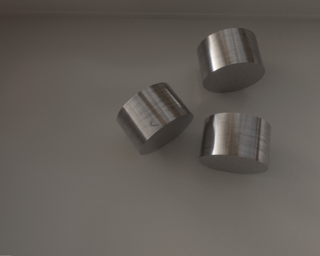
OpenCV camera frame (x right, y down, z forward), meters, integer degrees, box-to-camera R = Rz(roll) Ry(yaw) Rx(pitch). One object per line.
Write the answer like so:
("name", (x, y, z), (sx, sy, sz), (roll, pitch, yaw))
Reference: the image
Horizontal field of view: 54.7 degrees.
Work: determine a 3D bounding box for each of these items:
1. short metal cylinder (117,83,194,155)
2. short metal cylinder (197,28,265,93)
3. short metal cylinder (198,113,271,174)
("short metal cylinder", (-0.006, -0.011, 0.384), (0.080, 0.080, 0.050), (-33, 74, -11))
("short metal cylinder", (0.093, -0.087, 0.413), (0.081, 0.080, 0.050), (-6, 70, -2))
("short metal cylinder", (0.090, 0.021, 0.373), (0.080, 0.080, 0.050), (10, 71, 3))
